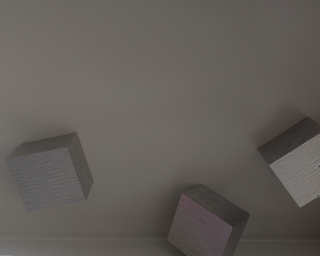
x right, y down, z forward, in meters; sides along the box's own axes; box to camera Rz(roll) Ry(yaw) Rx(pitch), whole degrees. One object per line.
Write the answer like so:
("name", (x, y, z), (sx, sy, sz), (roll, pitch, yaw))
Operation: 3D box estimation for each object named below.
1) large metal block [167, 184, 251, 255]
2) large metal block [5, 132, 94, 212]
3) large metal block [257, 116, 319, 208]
("large metal block", (0.065, 0.137, 0.427), (0.080, 0.050, 0.079), (29, 113, 34))
("large metal block", (-0.145, 0.059, 0.418), (0.080, 0.050, 0.080), (-11, 110, 4))
("large metal block", (0.193, 0.045, 0.416), (0.080, 0.050, 0.080), (-36, 106, 12))
